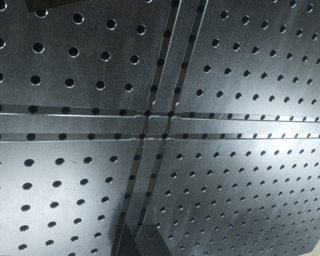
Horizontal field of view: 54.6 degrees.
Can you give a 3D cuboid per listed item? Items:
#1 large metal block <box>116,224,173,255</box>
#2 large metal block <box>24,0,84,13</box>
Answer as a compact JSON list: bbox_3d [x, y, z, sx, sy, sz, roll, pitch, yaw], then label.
[{"bbox_3d":[-0.027,0.213,0.492,0.050,0.080,0.080,7,115,-31],"label":"large metal block"},{"bbox_3d":[-0.093,-0.142,0.237,0.050,0.080,0.080,-21,127,-16],"label":"large metal block"}]
